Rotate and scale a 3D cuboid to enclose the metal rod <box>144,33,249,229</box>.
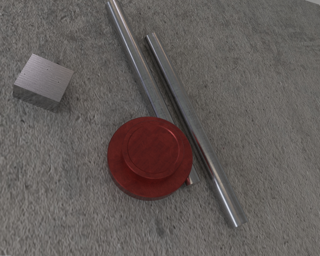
[{"bbox_3d":[0.042,-0.010,0.432,0.025,0.025,0.299,-11,67,-33],"label":"metal rod"}]

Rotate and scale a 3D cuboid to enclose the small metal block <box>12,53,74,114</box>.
[{"bbox_3d":[-0.135,-0.052,0.363,0.050,0.025,0.050,22,53,-15],"label":"small metal block"}]

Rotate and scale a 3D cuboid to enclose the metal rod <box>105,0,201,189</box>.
[{"bbox_3d":[-0.017,-0.059,0.430,0.025,0.025,0.299,-11,67,-33],"label":"metal rod"}]

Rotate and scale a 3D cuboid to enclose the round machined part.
[{"bbox_3d":[-0.010,0.030,0.353,0.099,0.042,0.098,4,65,-9],"label":"round machined part"}]
